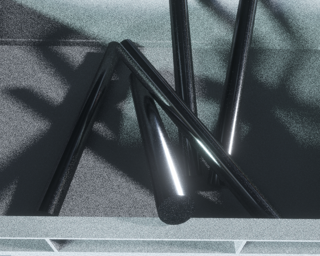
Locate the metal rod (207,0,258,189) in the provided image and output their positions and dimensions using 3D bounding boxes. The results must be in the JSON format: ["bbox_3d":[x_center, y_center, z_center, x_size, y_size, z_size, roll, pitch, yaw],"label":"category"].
[{"bbox_3d":[0.099,-0.072,0.398,0.025,0.025,0.299,11,72,8],"label":"metal rod"}]

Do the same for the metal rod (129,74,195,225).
[{"bbox_3d":[-0.012,-0.010,0.336,0.025,0.025,0.300,-7,26,-6],"label":"metal rod"}]

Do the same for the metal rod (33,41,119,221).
[{"bbox_3d":[-0.097,-0.021,0.420,0.025,0.025,0.300,7,50,5],"label":"metal rod"}]

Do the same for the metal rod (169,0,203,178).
[{"bbox_3d":[0.030,-0.087,0.401,0.025,0.025,0.299,-2,74,-3],"label":"metal rod"}]

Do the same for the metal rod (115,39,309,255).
[{"bbox_3d":[0.045,0.010,0.345,0.025,0.025,0.300,-31,72,-24],"label":"metal rod"}]
